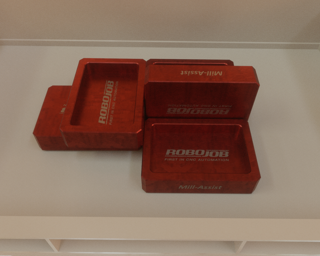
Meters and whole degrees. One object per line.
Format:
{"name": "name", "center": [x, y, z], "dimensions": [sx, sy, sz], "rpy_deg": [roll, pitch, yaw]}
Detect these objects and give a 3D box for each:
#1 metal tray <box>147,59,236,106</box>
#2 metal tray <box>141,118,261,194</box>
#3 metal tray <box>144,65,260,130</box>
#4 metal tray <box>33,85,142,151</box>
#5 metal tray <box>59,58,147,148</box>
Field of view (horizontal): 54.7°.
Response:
{"name": "metal tray", "center": [0.045, -0.061, 0.452], "dimensions": [0.131, 0.030, 0.090], "rpy_deg": [1, 50, 0]}
{"name": "metal tray", "center": [0.045, 0.032, 0.374], "dimensions": [0.131, 0.030, 0.090], "rpy_deg": [1, 50, 0]}
{"name": "metal tray", "center": [0.048, -0.034, 0.389], "dimensions": [0.131, 0.089, 0.030], "rpy_deg": [1, 50, 0]}
{"name": "metal tray", "center": [-0.088, -0.015, 0.409], "dimensions": [0.131, 0.030, 0.090], "rpy_deg": [0, 50, 0]}
{"name": "metal tray", "center": [-0.064, -0.036, 0.389], "dimensions": [0.091, 0.030, 0.130], "rpy_deg": [1, 50, 0]}
